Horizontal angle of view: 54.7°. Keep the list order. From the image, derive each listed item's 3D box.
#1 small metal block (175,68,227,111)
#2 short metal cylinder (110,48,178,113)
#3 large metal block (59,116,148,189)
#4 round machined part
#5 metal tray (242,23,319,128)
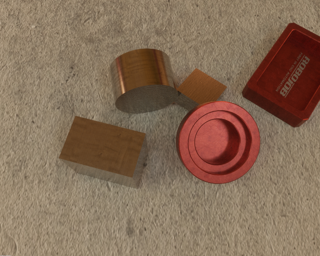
[{"bbox_3d":[0.054,-0.046,0.420,0.050,0.025,0.050,34,60,12],"label":"small metal block"},{"bbox_3d":[-0.021,-0.058,0.400,0.081,0.080,0.050,-10,71,-4],"label":"short metal cylinder"},{"bbox_3d":[-0.061,0.032,0.367,0.080,0.080,0.050,14,71,5],"label":"large metal block"},{"bbox_3d":[0.068,0.016,0.381,0.099,0.042,0.097,-1,94,-7],"label":"round machined part"},{"bbox_3d":[0.188,-0.077,0.434,0.090,0.030,0.130,34,73,11],"label":"metal tray"}]
